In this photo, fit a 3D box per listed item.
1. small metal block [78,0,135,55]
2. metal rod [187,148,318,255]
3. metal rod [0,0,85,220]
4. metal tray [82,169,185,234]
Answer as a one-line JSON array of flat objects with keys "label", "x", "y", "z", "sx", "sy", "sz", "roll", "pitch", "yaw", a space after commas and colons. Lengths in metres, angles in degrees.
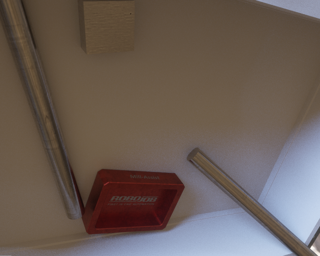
[{"label": "small metal block", "x": -0.054, "y": -0.105, "z": 0.315, "sx": 0.050, "sy": 0.025, "sz": 0.050, "roll": -11, "pitch": 123, "yaw": -23}, {"label": "metal rod", "x": 0.158, "y": 0.136, "z": 0.500, "sx": 0.300, "sy": 0.025, "sz": 0.025, "roll": 42, "pitch": 95, "yaw": -14}, {"label": "metal rod", "x": -0.123, "y": -0.010, "z": 0.335, "sx": 0.025, "sy": 0.025, "sz": 0.298, "roll": -17, "pitch": 126, "yaw": -19}, {"label": "metal tray", "x": -0.037, "y": 0.108, "z": 0.453, "sx": 0.131, "sy": 0.030, "sz": 0.089, "roll": 9, "pitch": 114, "yaw": -33}]
